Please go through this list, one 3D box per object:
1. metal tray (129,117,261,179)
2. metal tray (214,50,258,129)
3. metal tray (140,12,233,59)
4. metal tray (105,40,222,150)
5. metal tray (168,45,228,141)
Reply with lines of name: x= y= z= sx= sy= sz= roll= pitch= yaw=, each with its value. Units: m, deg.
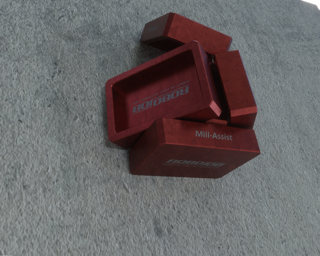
metal tray: x=0.039 y=0.029 z=0.368 sx=0.131 sy=0.090 sz=0.030 roll=7 pitch=59 yaw=-25
metal tray: x=0.094 y=-0.028 z=0.411 sx=0.030 sy=0.130 sz=0.090 roll=-10 pitch=63 yaw=4
metal tray: x=0.031 y=-0.125 z=0.441 sx=0.091 sy=0.130 sz=0.030 roll=16 pitch=96 yaw=-20
metal tray: x=-0.002 y=-0.037 z=0.366 sx=0.030 sy=0.130 sz=0.090 roll=37 pitch=38 yaw=-54
metal tray: x=0.039 y=-0.041 z=0.410 sx=0.030 sy=0.090 sz=0.130 roll=7 pitch=59 yaw=-25
